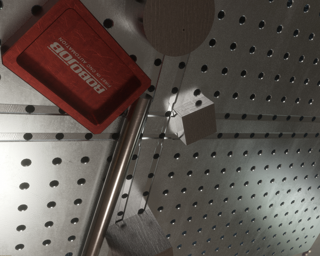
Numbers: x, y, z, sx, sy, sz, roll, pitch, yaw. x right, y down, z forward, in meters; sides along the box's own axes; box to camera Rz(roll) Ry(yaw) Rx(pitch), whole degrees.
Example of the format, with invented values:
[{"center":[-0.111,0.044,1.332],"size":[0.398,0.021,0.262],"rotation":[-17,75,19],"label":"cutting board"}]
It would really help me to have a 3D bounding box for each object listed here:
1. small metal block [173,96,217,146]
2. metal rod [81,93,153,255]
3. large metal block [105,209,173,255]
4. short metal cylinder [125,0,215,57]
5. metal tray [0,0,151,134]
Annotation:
[{"center":[0.050,-0.010,0.434],"size":[0.050,0.025,0.050],"rotation":[-24,127,-15],"label":"small metal block"},{"center":[-0.069,0.090,0.430],"size":[0.025,0.025,0.298],"rotation":[6,115,-32],"label":"metal rod"},{"center":[-0.033,0.183,0.472],"size":[0.081,0.080,0.050],"rotation":[-19,126,-18],"label":"large metal block"},{"center":[0.010,-0.122,0.326],"size":[0.081,0.050,0.079],"rotation":[-14,125,-21],"label":"short metal cylinder"},{"center":[-0.082,-0.062,0.325],"size":[0.090,0.030,0.130],"rotation":[-44,130,2],"label":"metal tray"}]
